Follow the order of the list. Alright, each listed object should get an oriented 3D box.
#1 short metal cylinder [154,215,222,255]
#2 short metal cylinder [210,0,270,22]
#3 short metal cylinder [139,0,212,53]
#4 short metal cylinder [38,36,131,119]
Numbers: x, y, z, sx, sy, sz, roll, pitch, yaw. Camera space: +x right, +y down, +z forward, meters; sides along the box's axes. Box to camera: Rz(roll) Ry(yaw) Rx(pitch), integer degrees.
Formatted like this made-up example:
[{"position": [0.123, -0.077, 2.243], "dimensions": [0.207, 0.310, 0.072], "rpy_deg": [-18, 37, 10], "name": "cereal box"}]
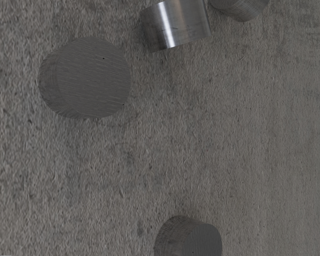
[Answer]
[{"position": [0.039, 0.165, 0.421], "dimensions": [0.081, 0.050, 0.080], "rpy_deg": [0, 90, -40], "name": "short metal cylinder"}, {"position": [0.122, -0.210, 0.471], "dimensions": [0.050, 0.080, 0.080], "rpy_deg": [14, 82, -39], "name": "short metal cylinder"}, {"position": [0.020, -0.129, 0.385], "dimensions": [0.081, 0.080, 0.050], "rpy_deg": [-27, 107, -37], "name": "short metal cylinder"}, {"position": [-0.078, -0.050, 0.323], "dimensions": [0.081, 0.050, 0.080], "rpy_deg": [0, 90, -40], "name": "short metal cylinder"}]
